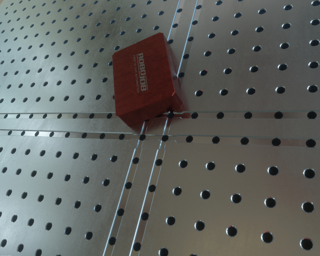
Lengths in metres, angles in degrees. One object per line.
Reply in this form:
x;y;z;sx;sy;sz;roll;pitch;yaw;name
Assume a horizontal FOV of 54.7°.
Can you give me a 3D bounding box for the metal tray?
-0.023;-0.075;0.461;0.090;0.030;0.130;-20;54;16;metal tray
